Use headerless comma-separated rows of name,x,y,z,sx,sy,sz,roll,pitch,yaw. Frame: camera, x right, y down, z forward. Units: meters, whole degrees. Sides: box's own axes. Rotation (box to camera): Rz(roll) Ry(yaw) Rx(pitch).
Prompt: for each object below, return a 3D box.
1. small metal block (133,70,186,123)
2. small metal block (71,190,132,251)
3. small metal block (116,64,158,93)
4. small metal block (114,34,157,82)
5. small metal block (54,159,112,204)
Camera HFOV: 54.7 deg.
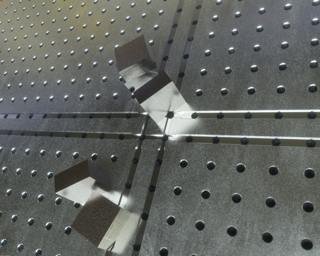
small metal block,0.000,-0.041,0.416,0.050,0.050,0.025,-36,52,4
small metal block,-0.071,0.111,0.376,0.050,0.025,0.050,21,73,35
small metal block,-0.035,-0.090,0.481,0.050,0.025,0.050,-31,52,8
small metal block,-0.037,-0.103,0.457,0.050,0.025,0.050,-24,53,13
small metal block,-0.098,0.071,0.399,0.050,0.050,0.025,-26,53,11
